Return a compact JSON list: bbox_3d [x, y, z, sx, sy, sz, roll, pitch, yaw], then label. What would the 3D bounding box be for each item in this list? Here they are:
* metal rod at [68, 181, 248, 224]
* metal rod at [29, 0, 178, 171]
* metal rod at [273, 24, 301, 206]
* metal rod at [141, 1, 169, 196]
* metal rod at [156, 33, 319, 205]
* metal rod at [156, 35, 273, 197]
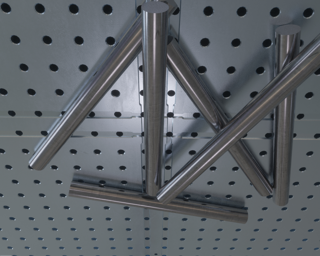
[{"bbox_3d":[0.003,0.126,0.518,0.302,0.025,0.025,12,129,-10],"label":"metal rod"},{"bbox_3d":[-0.086,-0.038,0.378,0.025,0.025,0.299,31,123,-24],"label":"metal rod"},{"bbox_3d":[0.167,0.008,0.419,0.025,0.025,0.299,-10,130,8],"label":"metal rod"},{"bbox_3d":[-0.008,-0.006,0.388,0.025,0.025,0.298,1,136,-1],"label":"metal rod"},{"bbox_3d":[0.087,0.008,0.384,0.025,0.025,0.299,26,125,-21],"label":"metal rod"},{"bbox_3d":[0.086,0.004,0.414,0.025,0.025,0.300,-27,126,21],"label":"metal rod"}]
